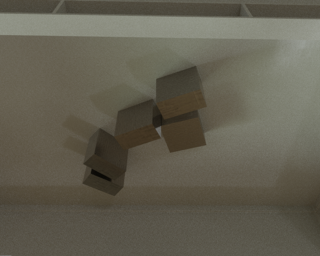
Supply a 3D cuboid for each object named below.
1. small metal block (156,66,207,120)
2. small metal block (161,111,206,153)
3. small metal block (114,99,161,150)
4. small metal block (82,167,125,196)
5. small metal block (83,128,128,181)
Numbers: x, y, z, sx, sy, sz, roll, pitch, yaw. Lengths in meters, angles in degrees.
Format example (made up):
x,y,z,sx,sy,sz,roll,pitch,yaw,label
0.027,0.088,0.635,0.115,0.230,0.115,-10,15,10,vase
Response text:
x,y,z,sx,sy,sz,roll,pitch,yaw,label
0.024,-0.041,0.358,0.050,0.050,0.025,-17,128,13,small metal block
0.031,0.002,0.412,0.050,0.025,0.050,-13,129,10,small metal block
-0.027,-0.005,0.388,0.050,0.050,0.025,-19,128,15,small metal block
-0.079,0.063,0.445,0.050,0.050,0.025,28,125,-22,small metal block
-0.072,0.036,0.422,0.050,0.050,0.025,34,122,-26,small metal block
